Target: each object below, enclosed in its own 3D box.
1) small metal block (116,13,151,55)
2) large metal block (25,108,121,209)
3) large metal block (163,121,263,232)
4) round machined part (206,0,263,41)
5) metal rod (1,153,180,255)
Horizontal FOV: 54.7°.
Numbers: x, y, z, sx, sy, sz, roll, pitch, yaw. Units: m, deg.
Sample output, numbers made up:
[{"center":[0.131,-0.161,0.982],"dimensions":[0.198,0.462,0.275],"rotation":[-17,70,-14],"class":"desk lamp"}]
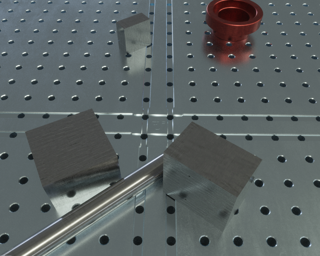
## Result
[{"center":[-0.044,-0.160,0.525],"dimensions":[0.050,0.050,0.025],"rotation":[-29,56,-22],"class":"small metal block"},{"center":[-0.100,0.033,0.363],"dimensions":[0.081,0.050,0.080],"rotation":[-22,54,-18],"class":"large metal block"},{"center":[0.051,0.052,0.328],"dimensions":[0.080,0.080,0.050],"rotation":[30,56,23],"class":"large metal block"},{"center":[0.132,-0.194,0.560],"dimensions":[0.099,0.042,0.098],"rotation":[0,50,0],"class":"round machined part"},{"center":[-0.102,0.106,0.317],"dimensions":[0.302,0.025,0.025],"rotation":[-30,57,-23],"class":"metal rod"}]
